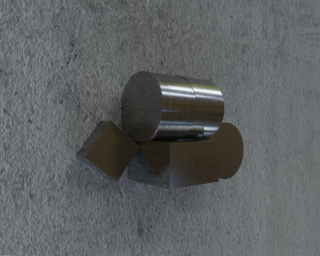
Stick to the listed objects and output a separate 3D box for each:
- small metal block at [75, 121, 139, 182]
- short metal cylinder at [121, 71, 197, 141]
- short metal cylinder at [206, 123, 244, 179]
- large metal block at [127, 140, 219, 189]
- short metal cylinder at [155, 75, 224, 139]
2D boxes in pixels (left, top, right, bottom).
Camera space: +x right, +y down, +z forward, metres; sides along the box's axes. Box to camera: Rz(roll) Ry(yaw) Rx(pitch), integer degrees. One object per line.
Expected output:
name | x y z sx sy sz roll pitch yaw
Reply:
small metal block | -0.060 0.026 0.357 0.050 0.025 0.050 45 63 -31
short metal cylinder | -0.003 -0.024 0.368 0.050 0.080 0.080 1 90 -40
short metal cylinder | 0.078 0.032 0.455 0.081 0.050 0.079 0 90 -40
large metal block | 0.016 0.040 0.385 0.081 0.080 0.050 1 90 -40
short metal cylinder | 0.035 -0.025 0.401 0.050 0.080 0.080 1 90 -40
